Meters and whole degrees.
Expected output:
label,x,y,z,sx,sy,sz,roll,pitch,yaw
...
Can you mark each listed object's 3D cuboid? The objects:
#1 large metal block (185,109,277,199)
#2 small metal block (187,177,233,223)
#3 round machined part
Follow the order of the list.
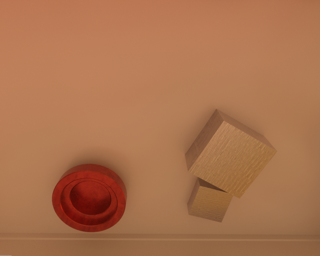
label,x,y,z,sx,sy,sz,roll,pitch,yaw
large metal block,0.090,0.034,0.412,0.080,0.050,0.080,29,107,-11
small metal block,0.072,0.104,0.451,0.050,0.025,0.050,15,109,-6
round machined part,-0.096,0.093,0.435,0.099,0.042,0.097,0,110,-1
